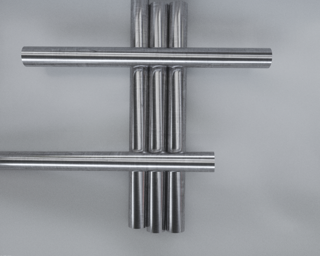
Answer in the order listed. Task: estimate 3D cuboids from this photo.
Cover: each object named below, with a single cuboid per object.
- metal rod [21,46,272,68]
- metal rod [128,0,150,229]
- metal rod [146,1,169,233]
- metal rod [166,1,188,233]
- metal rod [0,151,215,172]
[{"bbox_3d":[-0.016,-0.088,0.385,0.302,0.025,0.025,0,90,0],"label":"metal rod"},{"bbox_3d":[-0.028,-0.019,0.410,0.025,0.025,0.298,1,90,0],"label":"metal rod"},{"bbox_3d":[-0.003,-0.014,0.410,0.025,0.025,0.298,1,90,0],"label":"metal rod"},{"bbox_3d":[0.022,-0.014,0.410,0.025,0.025,0.298,1,90,0],"label":"metal rod"},{"bbox_3d":[-0.084,0.042,0.391,0.302,0.025,0.025,0,90,7],"label":"metal rod"}]
